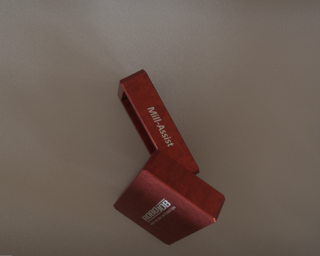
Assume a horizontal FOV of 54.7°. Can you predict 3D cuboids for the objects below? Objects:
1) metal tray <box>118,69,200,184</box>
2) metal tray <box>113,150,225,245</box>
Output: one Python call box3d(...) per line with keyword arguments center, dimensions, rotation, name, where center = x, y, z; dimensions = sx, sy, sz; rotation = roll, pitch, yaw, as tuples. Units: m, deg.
box3d(center=(-0.006, 0.002, 0.376), dimensions=(0.030, 0.090, 0.130), rotation=(-29, 90, -11), name="metal tray")
box3d(center=(0.004, 0.088, 0.363), dimensions=(0.090, 0.129, 0.030), rotation=(35, 53, 0), name="metal tray")
